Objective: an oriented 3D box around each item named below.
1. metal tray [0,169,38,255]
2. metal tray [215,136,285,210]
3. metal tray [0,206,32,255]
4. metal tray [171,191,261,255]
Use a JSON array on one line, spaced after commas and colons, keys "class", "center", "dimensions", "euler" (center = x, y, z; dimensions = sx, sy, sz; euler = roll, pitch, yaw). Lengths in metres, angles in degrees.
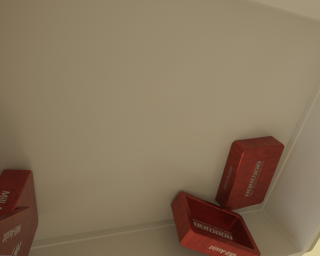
[{"class": "metal tray", "center": [-0.162, 0.116, 0.322], "dimensions": [0.030, 0.130, 0.089], "euler": [2, 119, -8]}, {"class": "metal tray", "center": [0.155, 0.080, 0.539], "dimensions": [0.091, 0.030, 0.129], "euler": [-5, 121, -26]}, {"class": "metal tray", "center": [-0.170, 0.087, 0.257], "dimensions": [0.091, 0.130, 0.030], "euler": [4, 82, -9]}, {"class": "metal tray", "center": [0.085, 0.158, 0.486], "dimensions": [0.131, 0.090, 0.030], "euler": [25, 111, -20]}]
